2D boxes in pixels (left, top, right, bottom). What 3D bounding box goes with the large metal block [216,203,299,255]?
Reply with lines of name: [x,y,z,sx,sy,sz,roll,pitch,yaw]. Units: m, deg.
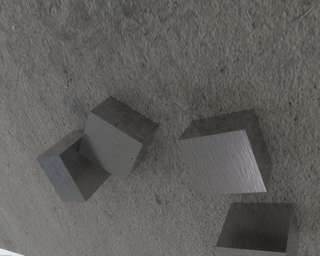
large metal block: [0.126,0.141,0.392,0.080,0.080,0.050,-8,114,32]

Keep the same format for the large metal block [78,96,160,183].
large metal block: [-0.058,0.016,0.431,0.080,0.050,0.079,32,128,7]

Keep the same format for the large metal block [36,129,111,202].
large metal block: [-0.124,0.055,0.471,0.050,0.080,0.080,-10,114,33]

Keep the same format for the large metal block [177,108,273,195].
large metal block: [0.079,0.030,0.368,0.080,0.050,0.080,-11,113,33]
